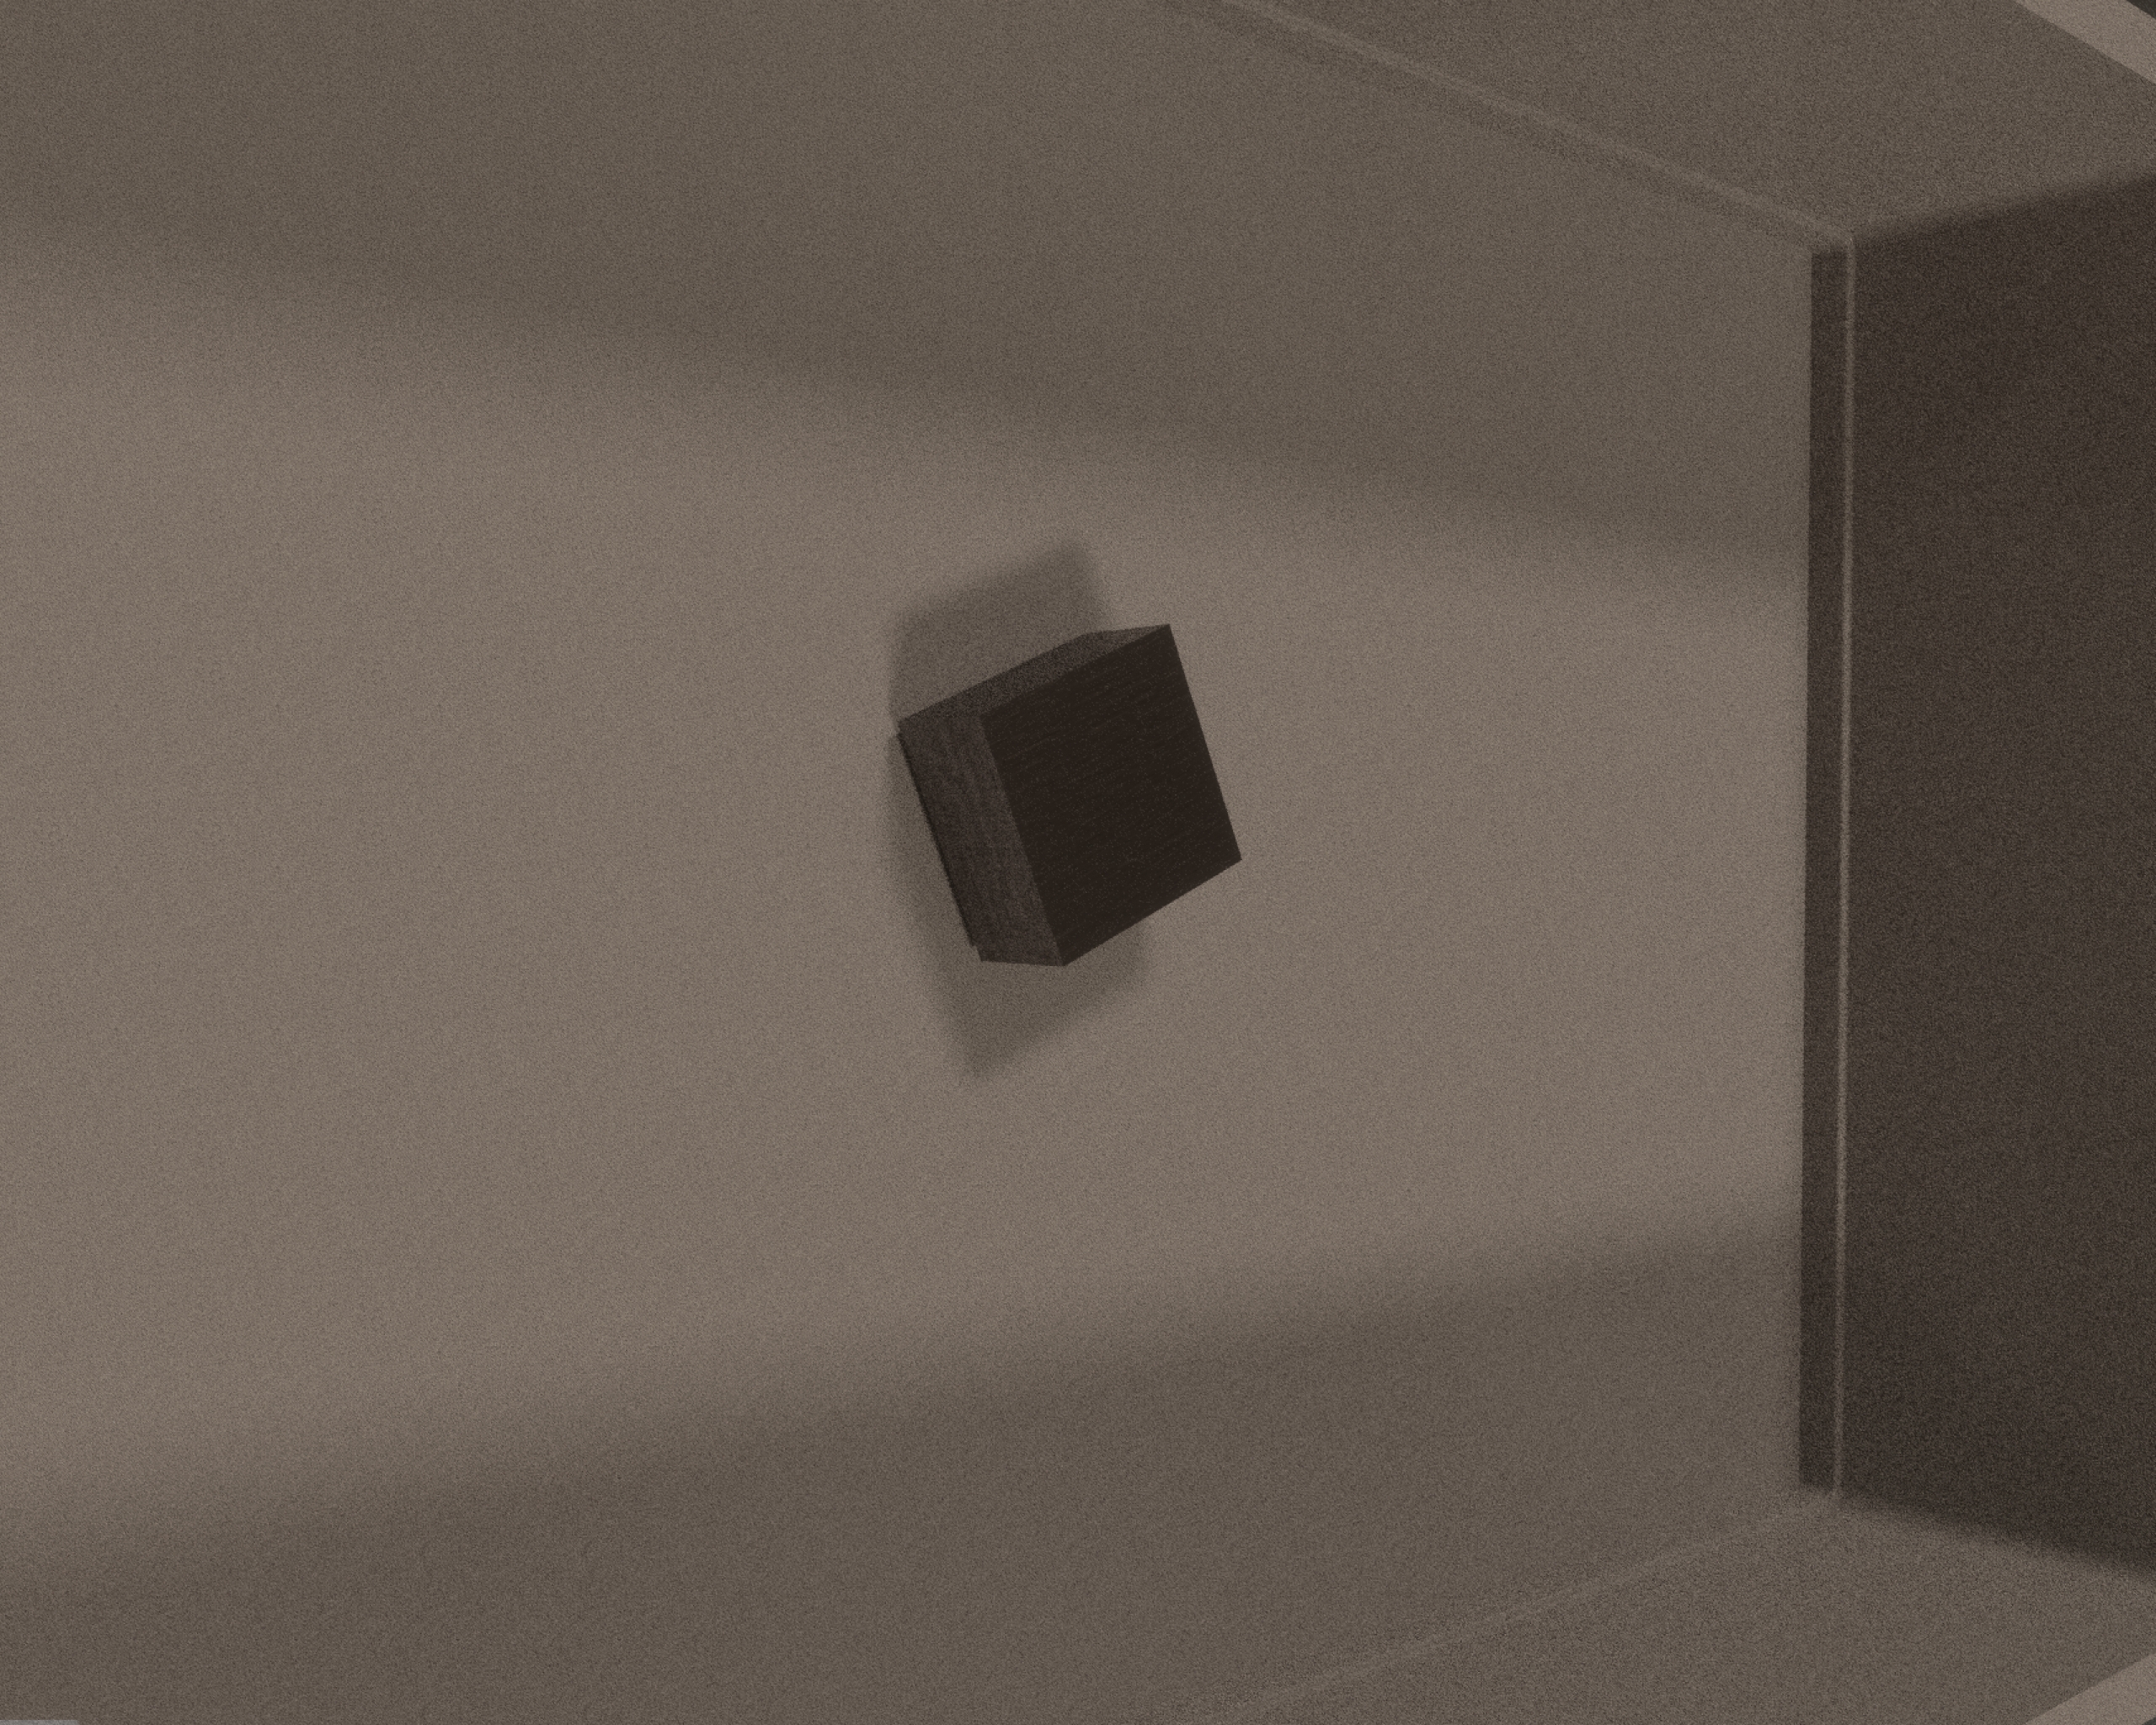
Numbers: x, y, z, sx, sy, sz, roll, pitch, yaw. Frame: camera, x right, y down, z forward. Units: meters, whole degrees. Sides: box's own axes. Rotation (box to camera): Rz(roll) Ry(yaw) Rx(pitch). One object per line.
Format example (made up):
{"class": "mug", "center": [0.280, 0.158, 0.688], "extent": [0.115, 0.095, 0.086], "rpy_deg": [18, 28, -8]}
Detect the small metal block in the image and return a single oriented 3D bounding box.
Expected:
{"class": "small metal block", "center": [-0.001, -0.013, 0.404], "extent": [0.050, 0.025, 0.050], "rpy_deg": [-30, 109, -36]}
